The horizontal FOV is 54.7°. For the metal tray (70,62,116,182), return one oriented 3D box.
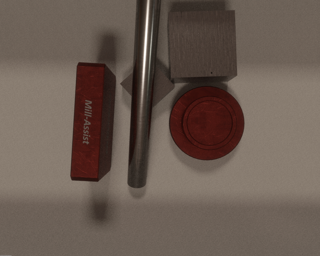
[{"bbox_3d":[-0.078,-0.007,0.377,0.030,0.090,0.129,3,90,0],"label":"metal tray"}]

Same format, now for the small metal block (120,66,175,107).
[{"bbox_3d":[-0.016,-0.056,0.411,0.050,0.025,0.050,-43,91,0],"label":"small metal block"}]

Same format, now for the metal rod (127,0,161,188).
[{"bbox_3d":[-0.018,-0.061,0.349,0.025,0.025,0.298,5,115,-1],"label":"metal rod"}]

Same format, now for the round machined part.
[{"bbox_3d":[0.062,-0.006,0.404,0.099,0.042,0.097,0,90,-1],"label":"round machined part"}]

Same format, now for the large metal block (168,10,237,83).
[{"bbox_3d":[0.052,-0.102,0.399,0.081,0.050,0.079,-2,90,-1],"label":"large metal block"}]
